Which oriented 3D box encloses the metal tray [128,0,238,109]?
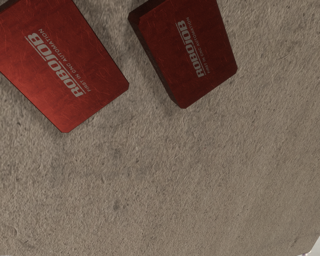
[{"bbox_3d":[0.032,-0.096,0.363,0.090,0.030,0.130,-36,129,-5],"label":"metal tray"}]

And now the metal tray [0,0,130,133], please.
[{"bbox_3d":[-0.101,-0.067,0.308,0.090,0.030,0.130,-37,130,-4],"label":"metal tray"}]
